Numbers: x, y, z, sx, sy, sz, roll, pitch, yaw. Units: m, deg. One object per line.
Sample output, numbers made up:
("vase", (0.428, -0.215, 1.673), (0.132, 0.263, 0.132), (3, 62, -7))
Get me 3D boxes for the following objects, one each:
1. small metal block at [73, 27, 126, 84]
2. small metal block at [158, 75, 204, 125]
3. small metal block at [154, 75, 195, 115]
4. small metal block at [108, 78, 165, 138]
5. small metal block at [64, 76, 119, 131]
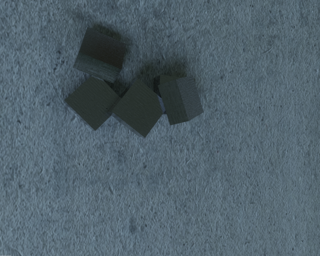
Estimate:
("small metal block", (-0.071, -0.087, 0.372), (0.050, 0.025, 0.050), (20, 47, -19))
("small metal block", (0.027, -0.035, 0.381), (0.050, 0.025, 0.050), (-28, 103, -58))
("small metal block", (0.019, -0.043, 0.418), (0.050, 0.025, 0.050), (2, 89, -21))
("small metal block", (-0.026, -0.023, 0.374), (0.050, 0.025, 0.050), (40, 77, -16))
("small metal block", (-0.081, -0.032, 0.380), (0.050, 0.025, 0.050), (-47, 105, -14))
